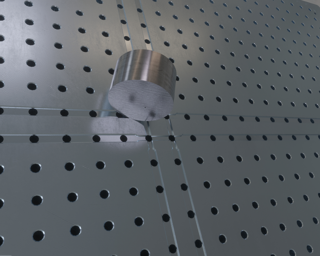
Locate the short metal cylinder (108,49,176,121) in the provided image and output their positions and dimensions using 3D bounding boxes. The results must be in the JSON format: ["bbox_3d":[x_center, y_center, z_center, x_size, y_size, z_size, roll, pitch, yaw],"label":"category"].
[{"bbox_3d":[-0.021,-0.052,0.393,0.080,0.080,0.050,19,55,-17],"label":"short metal cylinder"}]
